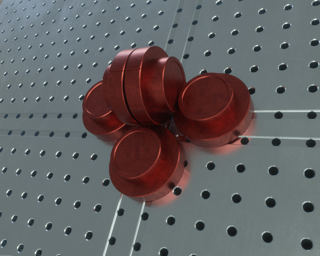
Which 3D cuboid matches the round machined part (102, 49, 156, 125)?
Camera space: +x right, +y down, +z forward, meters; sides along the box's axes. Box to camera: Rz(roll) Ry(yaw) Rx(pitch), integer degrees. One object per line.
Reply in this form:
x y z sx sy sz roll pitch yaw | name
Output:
-0.038 -0.053 0.404 0.042 0.098 0.098 1 62 29 | round machined part

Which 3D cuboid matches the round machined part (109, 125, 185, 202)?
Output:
-0.022 0.038 0.384 0.098 0.042 0.098 -13 56 20 | round machined part

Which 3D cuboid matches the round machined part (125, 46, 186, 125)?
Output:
0.001 -0.053 0.385 0.042 0.098 0.098 -1 62 28 | round machined part

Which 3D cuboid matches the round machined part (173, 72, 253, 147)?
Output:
0.061 -0.029 0.381 0.098 0.042 0.098 -13 56 20 | round machined part

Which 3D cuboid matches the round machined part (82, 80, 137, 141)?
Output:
-0.074 -0.034 0.455 0.098 0.042 0.098 -13 56 20 | round machined part
